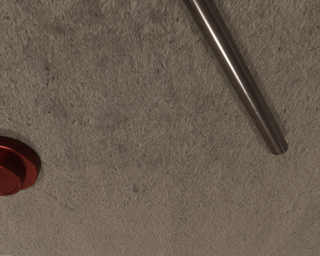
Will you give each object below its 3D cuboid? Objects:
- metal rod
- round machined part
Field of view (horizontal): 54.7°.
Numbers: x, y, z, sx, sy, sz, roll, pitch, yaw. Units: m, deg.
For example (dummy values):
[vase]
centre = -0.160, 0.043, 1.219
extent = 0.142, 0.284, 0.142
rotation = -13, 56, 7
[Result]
[metal rod]
centre = 0.086, -0.067, 0.351
extent = 0.025, 0.025, 0.300
rotation = -26, 126, 20
[round machined part]
centre = -0.227, 0.061, 0.444
extent = 0.099, 0.042, 0.097
rotation = -1, 130, 0
